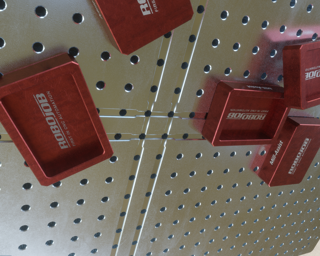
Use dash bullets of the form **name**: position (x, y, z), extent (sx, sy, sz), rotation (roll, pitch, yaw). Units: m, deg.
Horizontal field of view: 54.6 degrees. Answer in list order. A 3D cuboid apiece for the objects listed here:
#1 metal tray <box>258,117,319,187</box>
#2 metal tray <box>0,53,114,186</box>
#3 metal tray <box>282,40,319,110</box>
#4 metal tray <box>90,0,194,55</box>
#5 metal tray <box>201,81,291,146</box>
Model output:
- **metal tray**: position (0.244, 0.044, 0.567), extent (0.091, 0.030, 0.129), rotation (1, 118, -29)
- **metal tray**: position (-0.114, -0.005, 0.341), extent (0.091, 0.030, 0.129), rotation (-25, 127, -13)
- **metal tray**: position (0.241, -0.085, 0.462), extent (0.131, 0.030, 0.089), rotation (-16, 107, -25)
- **metal tray**: position (-0.028, -0.149, 0.300), extent (0.090, 0.030, 0.130), rotation (-32, 129, -8)
- **metal tray**: position (0.135, -0.019, 0.468), extent (0.131, 0.030, 0.089), rotation (0, 118, -29)
